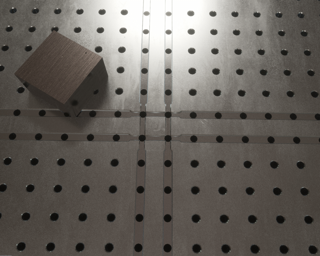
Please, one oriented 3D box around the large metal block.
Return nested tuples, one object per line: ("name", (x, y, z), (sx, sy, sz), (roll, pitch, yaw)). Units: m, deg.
("large metal block", (-0.131, -0.072, 0.423), (0.080, 0.050, 0.080), (31, 73, 10))
